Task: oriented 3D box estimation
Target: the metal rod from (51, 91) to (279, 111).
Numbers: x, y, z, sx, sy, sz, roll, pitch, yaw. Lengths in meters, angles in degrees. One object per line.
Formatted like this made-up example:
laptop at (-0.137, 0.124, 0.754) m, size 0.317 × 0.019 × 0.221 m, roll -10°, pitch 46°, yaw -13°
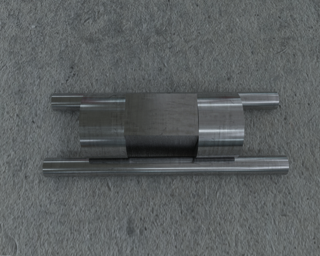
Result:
metal rod at (0.007, -0.036, 0.423) m, size 0.302 × 0.025 × 0.025 m, roll 0°, pitch 70°, yaw -1°

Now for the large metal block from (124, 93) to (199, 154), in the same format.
large metal block at (0.002, -0.002, 0.378) m, size 0.081 × 0.080 × 0.050 m, roll 0°, pitch 70°, yaw 0°

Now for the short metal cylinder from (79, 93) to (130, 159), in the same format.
short metal cylinder at (-0.064, -0.003, 0.380) m, size 0.050 × 0.080 × 0.080 m, roll -1°, pitch 70°, yaw 0°

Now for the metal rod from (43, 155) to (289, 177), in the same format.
metal rod at (0.008, 0.048, 0.392) m, size 0.302 × 0.025 × 0.025 m, roll 0°, pitch 70°, yaw -1°

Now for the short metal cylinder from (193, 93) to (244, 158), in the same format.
short metal cylinder at (0.068, -0.003, 0.381) m, size 0.050 × 0.080 × 0.080 m, roll -1°, pitch 70°, yaw 0°
